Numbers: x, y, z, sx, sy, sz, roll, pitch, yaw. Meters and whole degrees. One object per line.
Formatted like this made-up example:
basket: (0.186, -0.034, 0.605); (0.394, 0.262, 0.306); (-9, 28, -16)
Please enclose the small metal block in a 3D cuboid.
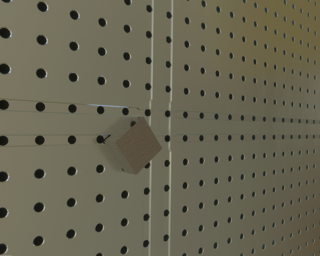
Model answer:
small metal block: (-0.032, 0.021, 0.381); (0.050, 0.025, 0.050); (-44, 117, -31)
